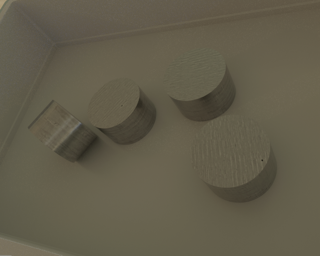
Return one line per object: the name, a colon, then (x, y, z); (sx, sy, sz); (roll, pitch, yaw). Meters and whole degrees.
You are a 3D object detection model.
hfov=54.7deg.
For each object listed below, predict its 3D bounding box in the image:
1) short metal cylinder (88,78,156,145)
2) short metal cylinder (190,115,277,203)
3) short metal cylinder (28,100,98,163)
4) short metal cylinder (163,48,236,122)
short metal cylinder: (-0.052, -0.023, 0.431); (0.080, 0.050, 0.080); (-13, 56, 21)
short metal cylinder: (0.078, 0.033, 0.328); (0.080, 0.050, 0.080); (-13, 56, 21)
short metal cylinder: (-0.136, 0.005, 0.439); (0.080, 0.080, 0.050); (34, 81, 38)
short metal cylinder: (0.051, -0.055, 0.397); (0.080, 0.050, 0.080); (-13, 56, 21)
